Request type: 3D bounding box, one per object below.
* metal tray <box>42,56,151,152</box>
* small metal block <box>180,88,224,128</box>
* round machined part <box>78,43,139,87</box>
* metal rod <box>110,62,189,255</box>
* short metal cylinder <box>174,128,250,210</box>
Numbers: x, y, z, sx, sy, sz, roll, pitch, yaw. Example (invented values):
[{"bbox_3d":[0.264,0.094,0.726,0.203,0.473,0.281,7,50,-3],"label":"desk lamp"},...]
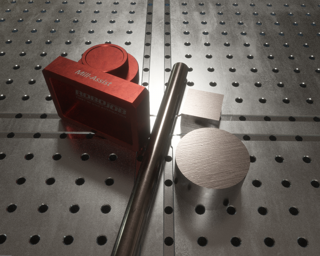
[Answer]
[{"bbox_3d":[-0.076,-0.029,0.388,0.130,0.089,0.030,22,54,17],"label":"metal tray"},{"bbox_3d":[0.059,-0.025,0.429,0.050,0.025,0.050,12,51,9],"label":"small metal block"},{"bbox_3d":[-0.082,-0.092,0.473,0.099,0.042,0.098,0,50,0],"label":"round machined part"},{"bbox_3d":[-0.002,0.018,0.391,0.025,0.025,0.300,11,51,8],"label":"metal rod"},{"bbox_3d":[0.057,0.046,0.354,0.081,0.050,0.080,0,50,0],"label":"short metal cylinder"}]
